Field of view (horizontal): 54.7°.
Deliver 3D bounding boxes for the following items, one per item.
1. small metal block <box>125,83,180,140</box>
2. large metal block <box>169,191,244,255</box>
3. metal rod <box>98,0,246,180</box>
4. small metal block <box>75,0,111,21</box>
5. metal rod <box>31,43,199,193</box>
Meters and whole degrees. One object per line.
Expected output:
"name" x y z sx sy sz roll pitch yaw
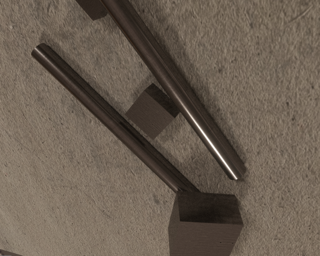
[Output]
"small metal block" -0.009 -0.021 0.398 0.050 0.025 0.050 42 129 -2
"large metal block" 0.058 0.135 0.423 0.081 0.050 0.079 5 125 -6
"metal rod" 0.010 -0.057 0.346 0.025 0.025 0.300 -25 111 36
"small metal block" -0.071 -0.158 0.345 0.050 0.025 0.050 49 128 -7
"metal rod" -0.060 -0.003 0.434 0.300 0.025 0.025 44 129 -3
